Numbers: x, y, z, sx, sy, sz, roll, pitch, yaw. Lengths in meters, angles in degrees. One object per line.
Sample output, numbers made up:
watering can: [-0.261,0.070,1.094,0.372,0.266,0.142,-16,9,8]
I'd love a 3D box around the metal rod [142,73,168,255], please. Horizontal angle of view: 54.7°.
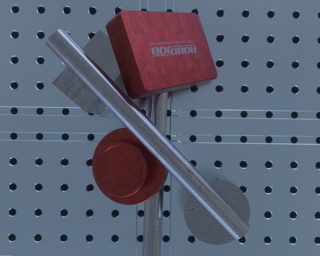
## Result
metal rod: [-0.005,0.020,0.413,0.025,0.025,0.298,2,90,-1]

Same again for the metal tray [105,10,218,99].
metal tray: [0.008,-0.090,0.372,0.131,0.030,0.090,-18,90,-42]

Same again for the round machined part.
round machined part: [-0.042,0.049,0.389,0.098,0.042,0.097,0,90,17]

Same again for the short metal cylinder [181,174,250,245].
short metal cylinder: [0.070,0.103,0.402,0.081,0.050,0.079,0,90,-1]

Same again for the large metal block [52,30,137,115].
large metal block: [-0.075,-0.064,0.386,0.050,0.080,0.080,41,90,-1]

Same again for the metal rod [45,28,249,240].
metal rod: [-0.007,0.013,0.343,0.025,0.025,0.300,-43,98,0]
